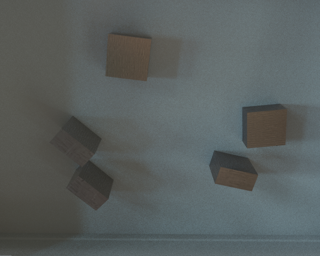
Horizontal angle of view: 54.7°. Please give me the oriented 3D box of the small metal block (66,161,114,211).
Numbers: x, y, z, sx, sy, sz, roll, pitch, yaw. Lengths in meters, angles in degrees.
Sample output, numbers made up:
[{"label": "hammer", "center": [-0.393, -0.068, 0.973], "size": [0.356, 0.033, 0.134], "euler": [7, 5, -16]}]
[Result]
[{"label": "small metal block", "center": [-0.094, 0.077, 0.425], "size": [0.050, 0.050, 0.025], "euler": [42, 105, -14]}]

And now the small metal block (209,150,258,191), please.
[{"label": "small metal block", "center": [0.098, 0.057, 0.420], "size": [0.050, 0.050, 0.025], "euler": [13, 110, -5]}]

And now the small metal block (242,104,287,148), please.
[{"label": "small metal block", "center": [0.138, -0.003, 0.411], "size": [0.050, 0.025, 0.050], "euler": [-5, 110, 2]}]

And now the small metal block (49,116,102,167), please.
[{"label": "small metal block", "center": [-0.108, 0.016, 0.403], "size": [0.050, 0.050, 0.025], "euler": [41, 105, -14]}]

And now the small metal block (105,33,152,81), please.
[{"label": "small metal block", "center": [-0.038, -0.087, 0.379], "size": [0.050, 0.025, 0.050], "euler": [7, 110, -3]}]
